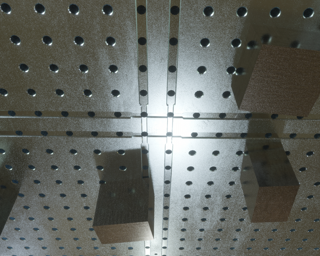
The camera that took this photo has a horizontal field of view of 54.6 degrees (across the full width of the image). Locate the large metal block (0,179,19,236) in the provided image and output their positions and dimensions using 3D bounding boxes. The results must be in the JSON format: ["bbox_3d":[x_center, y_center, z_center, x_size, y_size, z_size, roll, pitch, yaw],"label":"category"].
[{"bbox_3d":[-0.282,0.131,0.485,0.080,0.080,0.050,-23,126,18],"label":"large metal block"}]

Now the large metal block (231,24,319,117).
[{"bbox_3d":[0.133,-0.062,0.343,0.080,0.050,0.080,5,130,-5],"label":"large metal block"}]

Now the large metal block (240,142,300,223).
[{"bbox_3d":[0.151,0.077,0.442,0.050,0.080,0.080,-3,130,2],"label":"large metal block"}]

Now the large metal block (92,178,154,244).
[{"bbox_3d":[-0.053,0.128,0.484,0.080,0.080,0.050,-7,130,5],"label":"large metal block"}]
